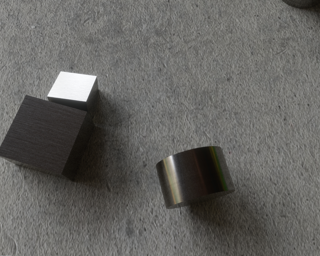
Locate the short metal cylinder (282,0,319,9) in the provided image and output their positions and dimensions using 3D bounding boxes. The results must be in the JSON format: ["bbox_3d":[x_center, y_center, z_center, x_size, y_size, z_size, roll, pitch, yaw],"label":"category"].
[{"bbox_3d":[0.229,-0.236,0.483,0.081,0.050,0.080,0,70,0],"label":"short metal cylinder"}]

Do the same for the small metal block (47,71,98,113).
[{"bbox_3d":[-0.115,-0.047,0.416,0.050,0.025,0.050,8,50,2],"label":"small metal block"}]

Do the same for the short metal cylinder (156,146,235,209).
[{"bbox_3d":[0.040,0.059,0.358,0.081,0.080,0.050,-13,71,-5],"label":"short metal cylinder"}]

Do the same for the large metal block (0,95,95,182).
[{"bbox_3d":[-0.138,0.014,0.389,0.080,0.050,0.080,16,71,5],"label":"large metal block"}]
